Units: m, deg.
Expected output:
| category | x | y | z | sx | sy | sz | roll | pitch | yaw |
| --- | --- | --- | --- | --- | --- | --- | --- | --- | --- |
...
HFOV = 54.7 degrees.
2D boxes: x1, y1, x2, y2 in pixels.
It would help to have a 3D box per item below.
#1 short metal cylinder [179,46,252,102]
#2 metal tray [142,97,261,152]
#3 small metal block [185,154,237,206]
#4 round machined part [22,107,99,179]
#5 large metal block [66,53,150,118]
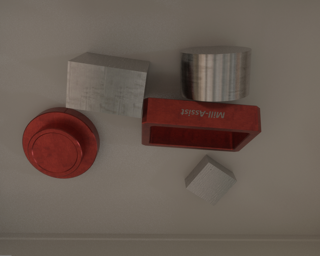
| category | x | y | z | sx | sy | sz | roll | pitch | yaw |
| --- | --- | --- | --- | --- | --- | --- | --- | --- | --- |
| short metal cylinder | 0.063 | -0.065 | 0.359 | 0.081 | 0.080 | 0.050 | -3 | 110 | 0 |
| metal tray | 0.044 | -0.001 | 0.378 | 0.131 | 0.090 | 0.030 | 4 | 70 | -2 |
| small metal block | 0.071 | 0.074 | 0.440 | 0.050 | 0.025 | 0.050 | 34 | 106 | -12 |
| round machined part | -0.133 | 0.025 | 0.410 | 0.099 | 0.042 | 0.097 | 0 | 110 | -1 |
| large metal block | -0.056 | -0.053 | 0.361 | 0.081 | 0.080 | 0.050 | 8 | 110 | -3 |
